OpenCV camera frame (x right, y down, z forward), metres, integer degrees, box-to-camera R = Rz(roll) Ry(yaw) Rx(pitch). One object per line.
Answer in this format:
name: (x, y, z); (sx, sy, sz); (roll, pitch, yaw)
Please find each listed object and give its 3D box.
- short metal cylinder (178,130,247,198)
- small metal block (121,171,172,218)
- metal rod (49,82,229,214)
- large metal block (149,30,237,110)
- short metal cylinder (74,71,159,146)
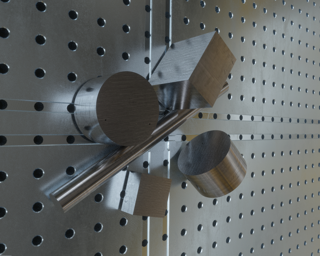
short metal cylinder: (0.072, 0.049, 0.430); (0.050, 0.080, 0.080); (51, 60, -28)
small metal block: (-0.016, 0.084, 0.391); (0.050, 0.025, 0.050); (19, 78, -38)
metal rod: (-0.004, 0.005, 0.402); (0.302, 0.025, 0.025); (-35, 112, -34)
large metal block: (0.039, -0.071, 0.402); (0.050, 0.080, 0.080); (44, 64, -32)
short metal cylinder: (-0.048, -0.021, 0.348); (0.081, 0.050, 0.079); (0, 90, -40)
